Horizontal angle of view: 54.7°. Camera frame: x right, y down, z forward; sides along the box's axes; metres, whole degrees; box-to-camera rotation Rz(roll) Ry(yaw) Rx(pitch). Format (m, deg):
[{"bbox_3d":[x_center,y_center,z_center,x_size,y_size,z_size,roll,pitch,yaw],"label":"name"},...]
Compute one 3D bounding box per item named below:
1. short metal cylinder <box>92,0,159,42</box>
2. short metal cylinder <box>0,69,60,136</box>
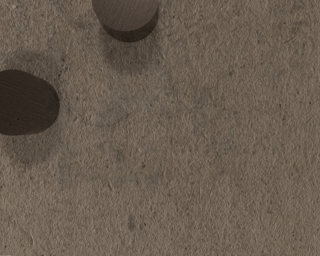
[{"bbox_3d":[-0.042,-0.156,0.397,0.081,0.050,0.079,0,90,-1],"label":"short metal cylinder"},{"bbox_3d":[-0.177,-0.031,0.395,0.081,0.050,0.079,0,90,-1],"label":"short metal cylinder"}]
